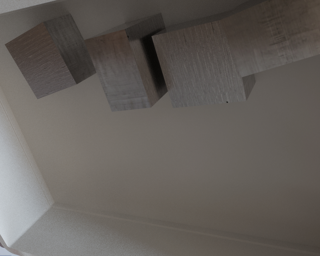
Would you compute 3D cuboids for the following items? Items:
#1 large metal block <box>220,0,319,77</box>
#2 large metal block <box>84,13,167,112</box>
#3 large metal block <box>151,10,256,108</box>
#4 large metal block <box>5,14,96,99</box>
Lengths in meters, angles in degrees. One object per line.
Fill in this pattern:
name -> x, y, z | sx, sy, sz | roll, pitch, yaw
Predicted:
large metal block -> 0.107, -0.090, 0.261 | 0.080, 0.080, 0.050 | -14, 111, 34
large metal block -> -0.026, -0.073, 0.341 | 0.050, 0.080, 0.080 | -4, 117, 30
large metal block -> 0.048, -0.071, 0.323 | 0.080, 0.050, 0.080 | -4, 117, 30
large metal block -> -0.141, -0.093, 0.410 | 0.080, 0.050, 0.080 | -12, 112, 33
